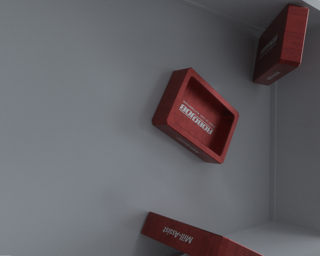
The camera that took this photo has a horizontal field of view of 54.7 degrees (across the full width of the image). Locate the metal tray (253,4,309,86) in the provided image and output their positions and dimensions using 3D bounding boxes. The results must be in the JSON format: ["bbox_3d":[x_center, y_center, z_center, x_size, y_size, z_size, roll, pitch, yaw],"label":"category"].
[{"bbox_3d":[0.190,-0.127,0.501,0.030,0.130,0.090,11,85,1],"label":"metal tray"}]

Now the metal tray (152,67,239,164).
[{"bbox_3d":[0.057,-0.014,0.450,0.130,0.030,0.090,36,68,-34],"label":"metal tray"}]

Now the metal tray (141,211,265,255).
[{"bbox_3d":[0.050,0.144,0.380,0.090,0.130,0.030,35,69,-35],"label":"metal tray"}]
